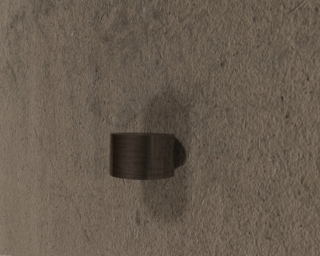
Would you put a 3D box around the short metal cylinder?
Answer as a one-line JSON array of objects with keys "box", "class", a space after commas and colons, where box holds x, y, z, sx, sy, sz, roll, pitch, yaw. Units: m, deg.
[{"box": [-0.022, 0.032, 0.385, 0.080, 0.081, 0.050, 2, 92, 39], "class": "short metal cylinder"}]
